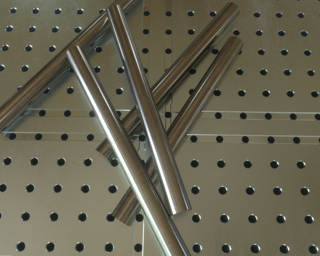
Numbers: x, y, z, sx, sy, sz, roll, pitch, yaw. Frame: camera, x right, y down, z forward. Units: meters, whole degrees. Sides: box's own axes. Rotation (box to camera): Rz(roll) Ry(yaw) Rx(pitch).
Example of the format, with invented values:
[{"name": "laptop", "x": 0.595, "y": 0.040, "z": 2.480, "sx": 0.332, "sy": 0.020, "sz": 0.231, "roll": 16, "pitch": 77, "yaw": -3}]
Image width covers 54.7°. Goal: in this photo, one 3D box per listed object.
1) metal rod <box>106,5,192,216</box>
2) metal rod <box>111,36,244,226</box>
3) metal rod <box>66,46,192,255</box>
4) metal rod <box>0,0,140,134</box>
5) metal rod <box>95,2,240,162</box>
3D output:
[{"name": "metal rod", "x": -0.021, "y": -0.038, "z": 0.397, "sx": 0.025, "sy": 0.025, "sz": 0.299, "roll": -16, "pitch": 69, "yaw": -6}, {"name": "metal rod", "x": 0.032, "y": -0.008, "z": 0.415, "sx": 0.025, "sy": 0.025, "sz": 0.300, "roll": 31, "pitch": 73, "yaw": 10}, {"name": "metal rod", "x": -0.046, "y": 0.021, "z": 0.375, "sx": 0.025, "sy": 0.025, "sz": 0.299, "roll": -26, "pitch": 72, "yaw": -9}, {"name": "metal rod", "x": -0.127, "y": -0.110, "z": 0.450, "sx": 0.025, "sy": 0.025, "sz": 0.301, "roll": 37, "pitch": 74, "yaw": 12}, {"name": "metal rod", "x": 0.020, "y": -0.074, "z": 0.439, "sx": 0.025, "sy": 0.025, "sz": 0.301, "roll": 37, "pitch": 74, "yaw": 12}]
